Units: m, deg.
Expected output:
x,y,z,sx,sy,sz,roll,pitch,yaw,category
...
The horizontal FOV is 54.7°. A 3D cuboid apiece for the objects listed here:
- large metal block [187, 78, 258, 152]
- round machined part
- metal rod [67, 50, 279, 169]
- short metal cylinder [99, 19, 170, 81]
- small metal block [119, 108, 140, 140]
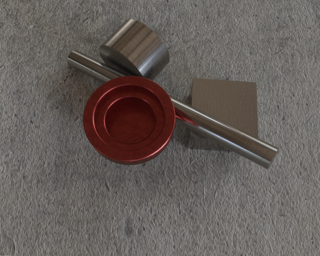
x,y,z,sx,sy,sz,roll,pitch,yaw,category
0.079,-0.015,0.403,0.081,0.050,0.080,4,70,1,large metal block
-0.033,-0.006,0.350,0.099,0.042,0.098,0,71,-1,round machined part
-0.003,-0.034,0.382,0.300,0.025,0.025,29,72,24,metal rod
-0.034,-0.097,0.415,0.080,0.080,0.050,36,74,12,short metal cylinder
-0.037,-0.002,0.397,0.025,0.050,0.050,-2,70,-1,small metal block
